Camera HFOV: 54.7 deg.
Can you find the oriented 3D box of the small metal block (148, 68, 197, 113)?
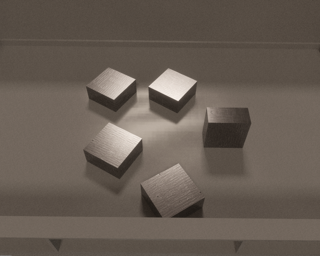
[{"bbox_3d":[0.019,-0.055,0.452,0.050,0.025,0.050,28,55,21],"label":"small metal block"}]

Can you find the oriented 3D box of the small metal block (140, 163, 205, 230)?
[{"bbox_3d":[0.013,0.075,0.342,0.050,0.025,0.050,-25,55,-20],"label":"small metal block"}]

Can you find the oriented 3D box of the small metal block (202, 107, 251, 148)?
[{"bbox_3d":[0.082,0.000,0.390,0.050,0.050,0.025,1,50,0],"label":"small metal block"}]

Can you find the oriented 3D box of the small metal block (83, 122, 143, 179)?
[{"bbox_3d":[-0.056,0.027,0.382,0.050,0.025,0.050,25,54,19],"label":"small metal block"}]

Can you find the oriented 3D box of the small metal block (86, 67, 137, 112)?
[{"bbox_3d":[-0.070,-0.057,0.452,0.050,0.025,0.050,27,55,20],"label":"small metal block"}]
